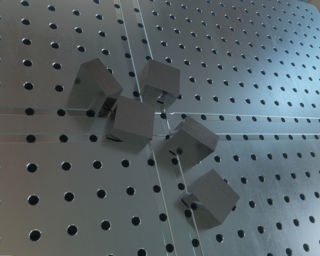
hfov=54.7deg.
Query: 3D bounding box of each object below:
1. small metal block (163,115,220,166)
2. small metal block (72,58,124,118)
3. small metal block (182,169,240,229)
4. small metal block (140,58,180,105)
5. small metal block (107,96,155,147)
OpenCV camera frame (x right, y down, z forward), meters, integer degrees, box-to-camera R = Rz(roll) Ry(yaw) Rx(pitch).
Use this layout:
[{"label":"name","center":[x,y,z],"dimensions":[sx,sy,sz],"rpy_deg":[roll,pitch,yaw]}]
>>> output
[{"label":"small metal block","center":[0.041,0.018,0.405],"dimensions":[0.050,0.050,0.025],"rpy_deg":[34,51,-6]},{"label":"small metal block","center":[-0.078,-0.048,0.381],"dimensions":[0.025,0.050,0.050],"rpy_deg":[-34,81,-38]},{"label":"small metal block","center":[0.065,0.089,0.391],"dimensions":[0.050,0.025,0.050],"rpy_deg":[47,51,4]},{"label":"small metal block","center":[0.001,-0.067,0.451],"dimensions":[0.050,0.025,0.050],"rpy_deg":[17,55,-19]},{"label":"small metal block","center":[-0.036,-0.008,0.395],"dimensions":[0.050,0.025,0.050],"rpy_deg":[17,55,-19]}]
